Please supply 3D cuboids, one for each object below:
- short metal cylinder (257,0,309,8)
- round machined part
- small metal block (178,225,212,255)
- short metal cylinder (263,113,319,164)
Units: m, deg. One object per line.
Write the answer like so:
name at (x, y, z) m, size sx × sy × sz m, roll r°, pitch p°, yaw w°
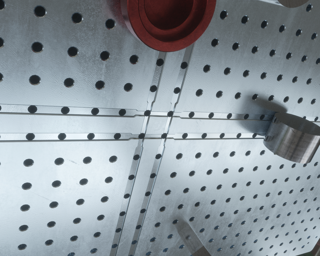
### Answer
short metal cylinder at (0.145, -0.186, 0.359) m, size 0.081 × 0.050 × 0.079 m, roll -14°, pitch 124°, yaw -21°
round machined part at (0.006, -0.133, 0.321) m, size 0.099 × 0.042 × 0.097 m, roll -14°, pitch 124°, yaw -21°
small metal block at (0.064, 0.212, 0.561) m, size 0.025 × 0.050 × 0.050 m, roll -36°, pitch 129°, yaw -5°
short metal cylinder at (0.216, 0.014, 0.502) m, size 0.081 × 0.080 × 0.050 m, roll 1°, pitch 118°, yaw -29°
